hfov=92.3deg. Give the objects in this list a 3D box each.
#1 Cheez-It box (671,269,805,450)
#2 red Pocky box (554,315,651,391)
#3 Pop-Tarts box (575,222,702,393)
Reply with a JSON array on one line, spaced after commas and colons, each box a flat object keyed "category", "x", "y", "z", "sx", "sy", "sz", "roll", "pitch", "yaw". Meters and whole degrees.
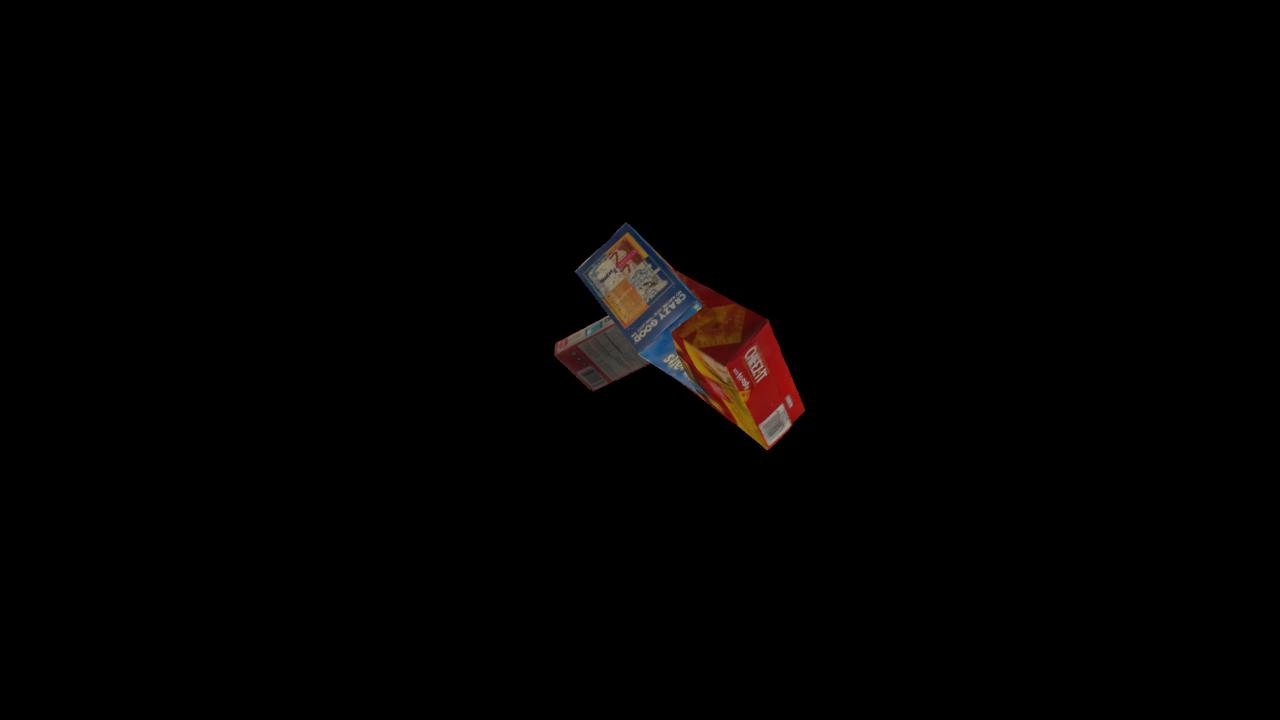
[{"category": "Cheez-It box", "x": 0.066, "y": -0.017, "z": 0.687, "sx": 0.223, "sy": 0.071, "sz": 0.166, "roll": 37, "pitch": -12, "yaw": 43}, {"category": "red Pocky box", "x": -0.021, "y": -0.021, "z": 0.768, "sx": 0.155, "sy": 0.028, "sz": 0.083, "roll": -26, "pitch": -52, "yaw": 21}, {"category": "Pop-Tarts box", "x": 0.030, "y": -0.053, "z": 0.699, "sx": 0.083, "sy": 0.141, "sz": 0.167, "roll": -43, "pitch": -33, "yaw": 10}]
